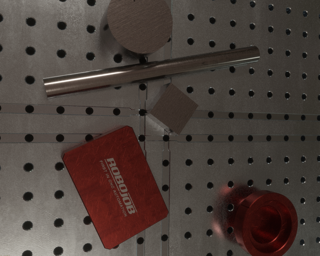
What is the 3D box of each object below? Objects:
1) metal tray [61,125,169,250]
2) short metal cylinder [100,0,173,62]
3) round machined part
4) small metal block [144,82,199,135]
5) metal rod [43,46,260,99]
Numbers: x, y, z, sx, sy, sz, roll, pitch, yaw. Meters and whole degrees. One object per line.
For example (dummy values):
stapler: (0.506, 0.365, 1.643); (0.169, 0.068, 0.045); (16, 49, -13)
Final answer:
metal tray: (-0.055, 0.072, 0.390); (0.091, 0.030, 0.129); (-25, 99, -19)
short metal cylinder: (-0.031, -0.128, 0.389); (0.081, 0.050, 0.079); (0, 90, -21)
round machined part: (0.152, 0.141, 0.462); (0.099, 0.042, 0.097); (0, 90, -21)
small metal block: (0.015, -0.025, 0.419); (0.050, 0.025, 0.050); (38, 78, -17)
metal rod: (0.004, -0.079, 0.414); (0.302, 0.025, 0.025); (-13, 95, -20)
